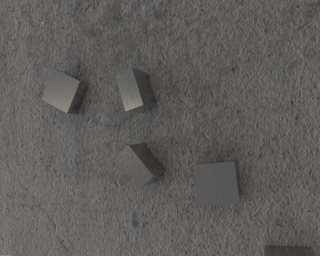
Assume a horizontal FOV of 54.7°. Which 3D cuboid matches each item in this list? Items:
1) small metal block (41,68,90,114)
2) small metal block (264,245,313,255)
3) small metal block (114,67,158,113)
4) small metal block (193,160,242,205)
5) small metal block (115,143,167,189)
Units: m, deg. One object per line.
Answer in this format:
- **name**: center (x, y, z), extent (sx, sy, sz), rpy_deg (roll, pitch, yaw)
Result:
- **small metal block**: center (-0.140, -0.054, 0.458), extent (0.050, 0.025, 0.050), rpy_deg (27, 99, 18)
- **small metal block**: center (0.144, 0.153, 0.345), extent (0.050, 0.050, 0.025), rpy_deg (-6, 88, 20)
- **small metal block**: center (-0.030, -0.048, 0.406), extent (0.025, 0.050, 0.050), rpy_deg (-19, 84, 19)
- **small metal block**: center (0.071, 0.067, 0.384), extent (0.050, 0.025, 0.050), rpy_deg (-7, 88, 19)
- **small metal block**: center (-0.023, 0.048, 0.404), extent (0.025, 0.050, 0.050), rpy_deg (-44, 77, 15)
